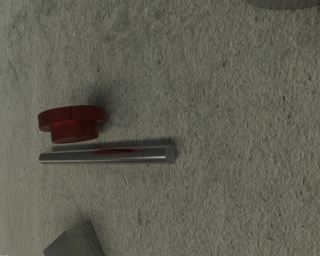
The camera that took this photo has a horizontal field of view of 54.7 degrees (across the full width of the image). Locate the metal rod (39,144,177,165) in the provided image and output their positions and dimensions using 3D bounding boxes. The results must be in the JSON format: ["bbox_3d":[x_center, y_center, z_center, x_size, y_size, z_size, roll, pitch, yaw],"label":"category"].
[{"bbox_3d":[-0.101,0.045,0.488,0.300,0.025,0.025,-6,86,39],"label":"metal rod"}]

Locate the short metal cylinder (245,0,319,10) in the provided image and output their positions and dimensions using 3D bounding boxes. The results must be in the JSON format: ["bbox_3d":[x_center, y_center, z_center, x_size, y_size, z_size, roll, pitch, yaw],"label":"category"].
[{"bbox_3d":[0.118,-0.142,0.272,0.080,0.081,0.050,6,94,40],"label":"short metal cylinder"}]

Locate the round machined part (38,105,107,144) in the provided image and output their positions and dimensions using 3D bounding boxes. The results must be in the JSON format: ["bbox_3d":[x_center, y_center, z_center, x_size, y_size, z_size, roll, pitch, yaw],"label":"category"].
[{"bbox_3d":[-0.128,-0.002,0.463,0.098,0.099,0.042,-14,81,39],"label":"round machined part"}]

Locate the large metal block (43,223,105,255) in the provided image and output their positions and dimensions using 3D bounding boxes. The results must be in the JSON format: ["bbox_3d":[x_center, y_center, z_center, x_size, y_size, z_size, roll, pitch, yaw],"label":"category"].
[{"bbox_3d":[-0.136,0.214,0.501,0.080,0.050,0.080,-44,64,31],"label":"large metal block"}]
